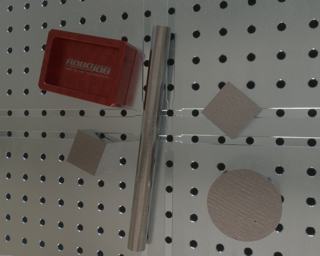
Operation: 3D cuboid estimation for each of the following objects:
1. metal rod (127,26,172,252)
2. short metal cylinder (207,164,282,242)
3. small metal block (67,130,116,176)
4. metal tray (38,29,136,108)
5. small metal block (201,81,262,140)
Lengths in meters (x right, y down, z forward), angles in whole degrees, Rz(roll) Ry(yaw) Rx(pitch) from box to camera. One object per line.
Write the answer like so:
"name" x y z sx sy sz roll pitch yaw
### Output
"metal rod" -0.015 0.016 0.417 0.025 0.025 0.298 8 93 20
"short metal cylinder" 0.100 0.085 0.364 0.080 0.050 0.080 0 90 20
"small metal block" -0.100 0.035 0.448 0.050 0.025 0.050 24 98 18
"metal tray" -0.107 -0.086 0.447 0.130 0.030 0.089 15 95 19
"small metal block" 0.088 -0.021 0.381 0.050 0.025 0.050 43 103 14
